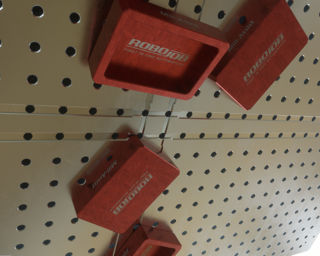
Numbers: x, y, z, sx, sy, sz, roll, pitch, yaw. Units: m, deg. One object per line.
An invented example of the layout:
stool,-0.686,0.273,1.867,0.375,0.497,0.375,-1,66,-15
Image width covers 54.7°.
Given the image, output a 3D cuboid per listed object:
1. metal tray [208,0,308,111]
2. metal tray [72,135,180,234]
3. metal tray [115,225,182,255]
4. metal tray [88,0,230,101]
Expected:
metal tray,0.132,-0.098,0.422,0.090,0.030,0.130,33,100,-39
metal tray,-0.046,0.083,0.436,0.130,0.030,0.090,-47,130,5
metal tray,-0.035,0.233,0.535,0.090,0.030,0.130,29,102,-38
metal tray,-0.001,-0.081,0.339,0.131,0.030,0.089,7,135,-32
